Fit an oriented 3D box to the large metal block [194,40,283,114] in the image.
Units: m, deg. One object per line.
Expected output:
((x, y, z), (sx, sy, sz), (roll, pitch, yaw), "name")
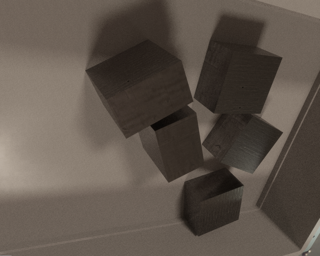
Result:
((0.101, -0.066, 0.409), (0.081, 0.050, 0.079), (-1, 119, -28), "large metal block")

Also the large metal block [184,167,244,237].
((0.088, 0.123, 0.519), (0.081, 0.050, 0.079), (-15, 125, -20), "large metal block")

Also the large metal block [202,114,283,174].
((0.126, 0.016, 0.474), (0.080, 0.050, 0.080), (22, 107, -37), "large metal block")

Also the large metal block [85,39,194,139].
((-0.024, -0.046, 0.333), (0.080, 0.080, 0.050), (-29, 129, -10), "large metal block")

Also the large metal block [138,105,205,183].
((0.008, 0.005, 0.382), (0.050, 0.080, 0.080), (-24, 128, -14), "large metal block")
